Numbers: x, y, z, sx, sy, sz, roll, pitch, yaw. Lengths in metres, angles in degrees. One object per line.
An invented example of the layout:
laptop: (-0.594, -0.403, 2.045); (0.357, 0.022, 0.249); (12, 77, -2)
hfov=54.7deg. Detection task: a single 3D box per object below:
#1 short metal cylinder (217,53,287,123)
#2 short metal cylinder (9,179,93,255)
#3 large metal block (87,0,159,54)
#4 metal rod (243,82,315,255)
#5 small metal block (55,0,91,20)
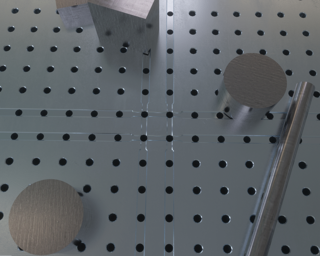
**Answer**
short metal cylinder: (0.122, -0.053, 0.419); (0.081, 0.050, 0.080); (0, 70, 0)
short metal cylinder: (-0.124, 0.104, 0.360); (0.081, 0.050, 0.080); (0, 70, 0)
large metal block: (-0.047, -0.159, 0.440); (0.080, 0.080, 0.050); (18, 71, 6)
metal rod: (0.145, 0.071, 0.386); (0.025, 0.025, 0.300); (22, 71, 7)
small metal block: (-0.136, -0.202, 0.485); (0.050, 0.025, 0.050); (-13, 71, -5)
